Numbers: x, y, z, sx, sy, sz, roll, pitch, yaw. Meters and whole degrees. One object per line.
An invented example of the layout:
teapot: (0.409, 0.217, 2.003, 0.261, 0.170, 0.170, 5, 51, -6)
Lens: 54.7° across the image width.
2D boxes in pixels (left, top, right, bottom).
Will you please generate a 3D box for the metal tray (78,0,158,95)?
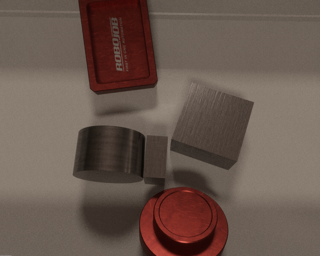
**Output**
metal tray: (-0.057, -0.117, 0.428, 0.091, 0.030, 0.129, -8, 89, -3)

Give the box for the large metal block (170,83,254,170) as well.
large metal block: (0.065, -0.001, 0.398, 0.080, 0.050, 0.080, 19, 71, 6)

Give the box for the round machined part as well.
round machined part: (0.026, 0.105, 0.342, 0.099, 0.042, 0.098, 2, 42, -2)

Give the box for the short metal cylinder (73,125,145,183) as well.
short metal cylinder: (-0.059, 0.034, 0.367, 0.081, 0.080, 0.050, 2, 70, 0)

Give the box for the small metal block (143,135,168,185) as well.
small metal block: (-0.005, 0.041, 0.381, 0.025, 0.050, 0.050, 4, 70, 1)
